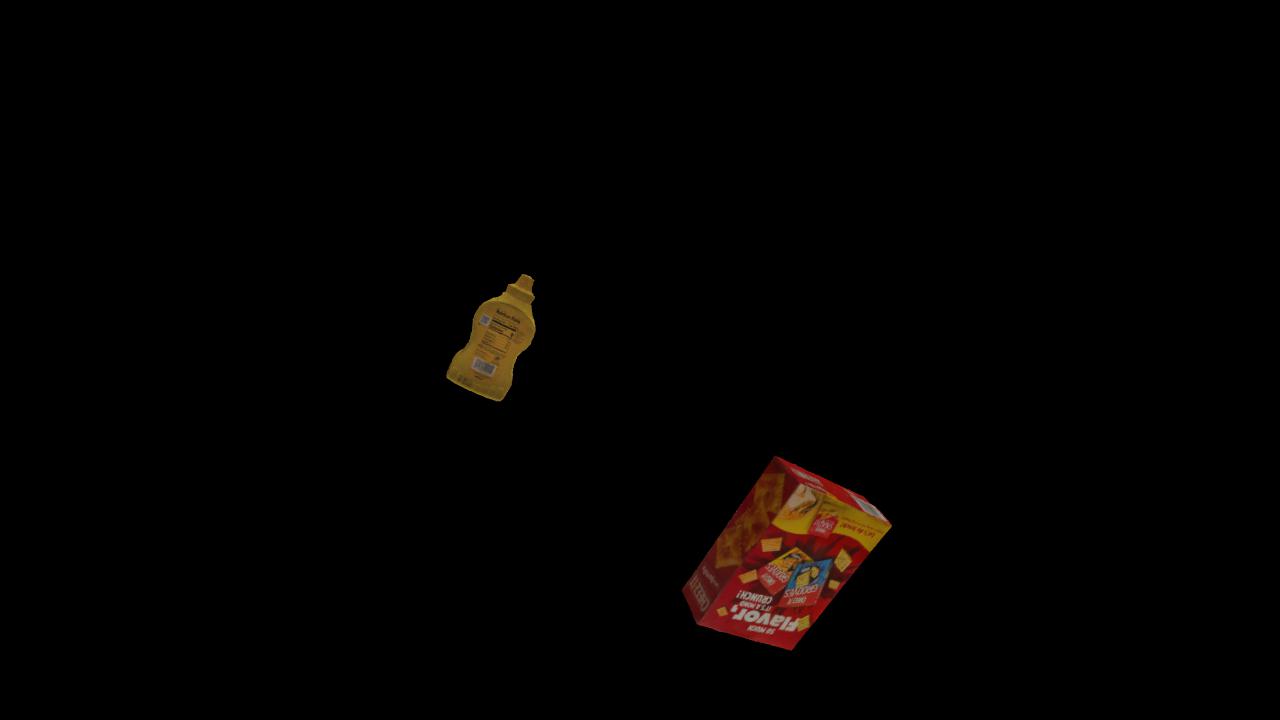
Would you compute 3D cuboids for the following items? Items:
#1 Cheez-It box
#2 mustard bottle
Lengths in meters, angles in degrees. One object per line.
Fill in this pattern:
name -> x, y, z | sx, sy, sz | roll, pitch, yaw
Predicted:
Cheez-It box -> 0.182, 0.250, 0.776 | 0.166, 0.223, 0.071 | 26, 13, -24
mustard bottle -> -0.200, -0.039, 0.886 | 0.092, 0.184, 0.054 | 26, 4, -5
